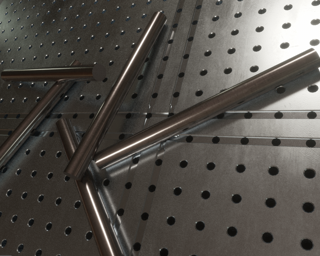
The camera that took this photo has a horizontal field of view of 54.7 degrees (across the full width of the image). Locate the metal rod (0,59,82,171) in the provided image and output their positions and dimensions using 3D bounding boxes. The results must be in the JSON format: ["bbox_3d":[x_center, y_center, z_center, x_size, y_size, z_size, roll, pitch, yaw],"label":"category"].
[{"bbox_3d":[-0.230,0.005,0.522,0.025,0.025,0.300,29,77,37],"label":"metal rod"}]

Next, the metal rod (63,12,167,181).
[{"bbox_3d":[-0.056,-0.062,0.457,0.025,0.025,0.300,8,60,31],"label":"metal rod"}]

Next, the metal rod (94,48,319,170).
[{"bbox_3d":[0.050,-0.019,0.392,0.301,0.025,0.025,-26,53,11],"label":"metal rod"}]

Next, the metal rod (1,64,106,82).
[{"bbox_3d":[-0.200,-0.093,0.539,0.300,0.025,0.025,7,65,40],"label":"metal rod"}]

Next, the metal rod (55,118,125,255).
[{"bbox_3d":[-0.087,0.092,0.395,0.025,0.025,0.300,-36,51,4],"label":"metal rod"}]
